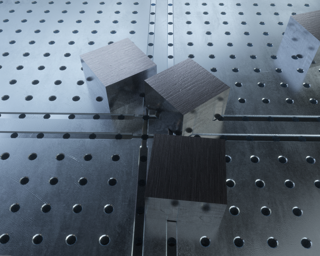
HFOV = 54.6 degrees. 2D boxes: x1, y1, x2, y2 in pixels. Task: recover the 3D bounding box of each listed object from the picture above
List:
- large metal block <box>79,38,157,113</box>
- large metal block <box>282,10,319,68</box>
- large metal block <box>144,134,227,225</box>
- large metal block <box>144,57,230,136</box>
[{"bbox_3d":[-0.060,-0.080,0.459,0.080,0.050,0.080,-27,55,-21],"label":"large metal block"},{"bbox_3d":[0.269,-0.153,0.521,0.081,0.050,0.080,-15,52,-12],"label":"large metal block"},{"bbox_3d":[0.029,0.056,0.345,0.080,0.050,0.080,5,50,4],"label":"large metal block"},{"bbox_3d":[0.036,-0.042,0.427,0.080,0.050,0.080,-31,57,-23],"label":"large metal block"}]
